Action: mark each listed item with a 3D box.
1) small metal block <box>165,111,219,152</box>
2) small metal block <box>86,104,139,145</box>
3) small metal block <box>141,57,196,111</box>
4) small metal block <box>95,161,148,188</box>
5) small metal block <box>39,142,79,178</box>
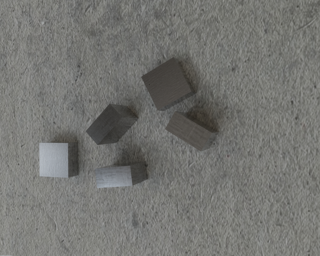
[{"bbox_3d":[0.041,0.003,0.381,0.050,0.050,0.025,32,101,17],"label":"small metal block"},{"bbox_3d":[-0.063,-0.005,0.418,0.050,0.050,0.025,-47,76,14],"label":"small metal block"},{"bbox_3d":[0.011,-0.056,0.405,0.050,0.025,0.050,-28,81,17],"label":"small metal block"},{"bbox_3d":[-0.050,0.062,0.413,0.050,0.050,0.025,-7,88,20],"label":"small metal block"},{"bbox_3d":[-0.151,0.046,0.462,0.050,0.025,0.050,-1,90,20],"label":"small metal block"}]
